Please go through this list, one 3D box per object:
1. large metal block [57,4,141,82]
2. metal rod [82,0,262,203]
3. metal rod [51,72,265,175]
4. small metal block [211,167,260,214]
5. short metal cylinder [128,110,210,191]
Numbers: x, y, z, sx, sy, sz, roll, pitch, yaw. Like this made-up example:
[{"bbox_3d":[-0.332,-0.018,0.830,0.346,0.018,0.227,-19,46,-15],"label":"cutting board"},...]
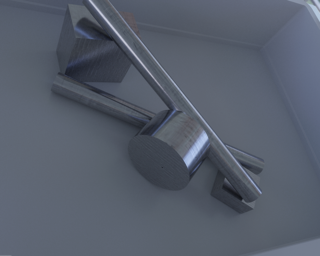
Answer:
[{"bbox_3d":[-0.079,-0.102,0.390,0.081,0.080,0.050,-4,64,-30],"label":"large metal block"},{"bbox_3d":[0.020,-0.030,0.360,0.300,0.025,0.025,50,50,-9],"label":"metal rod"},{"bbox_3d":[0.009,0.000,0.410,0.302,0.025,0.025,23,53,-15],"label":"metal rod"},{"bbox_3d":[0.102,0.078,0.413,0.050,0.025,0.050,33,51,-7],"label":"small metal block"},{"bbox_3d":[0.010,0.026,0.359,0.080,0.080,0.050,43,51,0],"label":"short metal cylinder"}]
